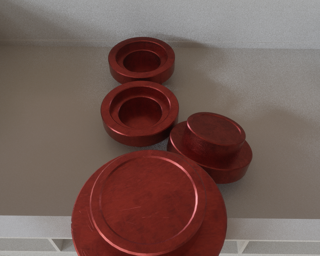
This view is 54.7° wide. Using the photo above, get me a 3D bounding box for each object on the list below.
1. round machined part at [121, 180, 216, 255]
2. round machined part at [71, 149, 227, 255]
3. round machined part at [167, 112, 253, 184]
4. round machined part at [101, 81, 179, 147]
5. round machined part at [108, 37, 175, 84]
[{"bbox_3d":[0.009,0.083,0.321,0.099,0.042,0.098,0,47,0],"label":"round machined part"},{"bbox_3d":[-0.007,0.053,0.197,0.099,0.042,0.098,0,50,0],"label":"round machined part"},{"bbox_3d":[0.060,0.016,0.361,0.099,0.042,0.098,9,32,-6],"label":"round machined part"},{"bbox_3d":[-0.025,-0.014,0.405,0.099,0.042,0.098,0,50,0],"label":"round machined part"},{"bbox_3d":[-0.027,-0.093,0.472,0.099,0.042,0.098,0,50,0],"label":"round machined part"}]
